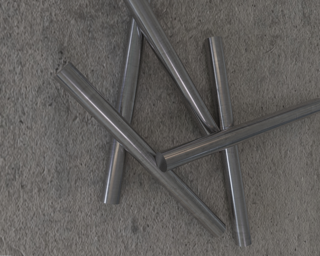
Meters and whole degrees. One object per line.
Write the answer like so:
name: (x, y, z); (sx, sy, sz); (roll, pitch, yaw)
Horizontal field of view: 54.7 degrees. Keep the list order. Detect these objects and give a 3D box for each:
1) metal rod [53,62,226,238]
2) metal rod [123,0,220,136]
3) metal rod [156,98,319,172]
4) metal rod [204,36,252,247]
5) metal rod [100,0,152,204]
metal rod: (-0.010, 0.041, 0.383); (0.025, 0.025, 0.300); (-48, 113, -14)
metal rod: (-0.002, -0.109, 0.384); (0.025, 0.025, 0.299); (-39, 111, -16)
metal rod: (0.129, 0.002, 0.432); (0.302, 0.025, 0.025); (-17, 96, -28)
metal rod: (0.098, 0.021, 0.445); (0.025, 0.025, 0.298); (-10, 94, -20)
metal rod: (-0.039, -0.055, 0.394); (0.025, 0.025, 0.298); (10, 87, -20)
